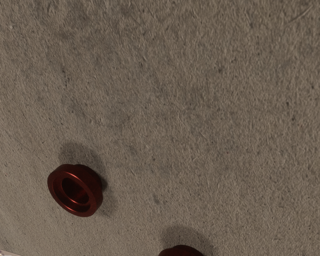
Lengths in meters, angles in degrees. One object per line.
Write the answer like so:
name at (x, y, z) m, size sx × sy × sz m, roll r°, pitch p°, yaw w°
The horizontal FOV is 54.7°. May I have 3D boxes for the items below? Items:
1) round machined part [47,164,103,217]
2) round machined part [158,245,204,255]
round machined part at (-0.139, 0.101, 0.529) m, size 0.098 × 0.042 × 0.097 m, roll 13°, pitch 124°, yaw 20°
round machined part at (0.042, 0.236, 0.518) m, size 0.098 × 0.042 × 0.097 m, roll 13°, pitch 124°, yaw 20°
